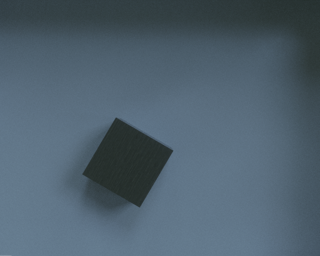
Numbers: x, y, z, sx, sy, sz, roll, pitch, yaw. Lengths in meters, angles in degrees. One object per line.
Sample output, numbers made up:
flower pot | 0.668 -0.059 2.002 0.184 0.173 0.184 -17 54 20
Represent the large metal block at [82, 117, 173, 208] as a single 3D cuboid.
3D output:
large metal block | -0.039 0.042 0.399 0.080 0.050 0.080 30 90 0
